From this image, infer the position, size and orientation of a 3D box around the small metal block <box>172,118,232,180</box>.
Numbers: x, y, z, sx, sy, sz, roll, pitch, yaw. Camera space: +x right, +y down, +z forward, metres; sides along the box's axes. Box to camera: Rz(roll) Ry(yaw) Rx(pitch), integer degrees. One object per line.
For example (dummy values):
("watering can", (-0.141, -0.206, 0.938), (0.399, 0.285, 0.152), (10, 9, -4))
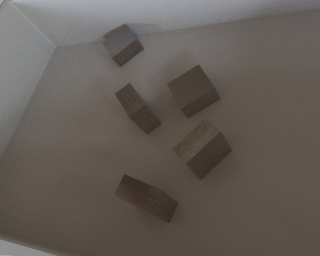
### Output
("small metal block", (0.049, 0.025, 0.348), (0.050, 0.050, 0.025), (-43, 51, -2))

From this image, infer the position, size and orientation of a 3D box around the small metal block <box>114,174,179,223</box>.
("small metal block", (-0.015, 0.079, 0.347), (0.050, 0.050, 0.025), (16, 70, 34))

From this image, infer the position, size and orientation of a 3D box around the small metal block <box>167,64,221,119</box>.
("small metal block", (0.044, -0.049, 0.412), (0.050, 0.025, 0.050), (-31, 52, 8))

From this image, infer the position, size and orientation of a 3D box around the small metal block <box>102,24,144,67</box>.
("small metal block", (-0.062, -0.139, 0.519), (0.050, 0.025, 0.050), (-37, 53, 7))

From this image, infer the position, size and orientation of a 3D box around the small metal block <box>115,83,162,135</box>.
("small metal block", (-0.029, -0.026, 0.419), (0.025, 0.050, 0.050), (-37, 51, 3))
